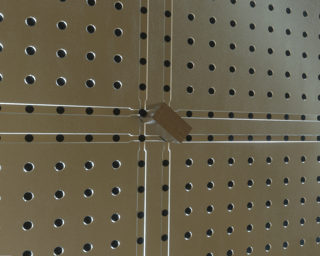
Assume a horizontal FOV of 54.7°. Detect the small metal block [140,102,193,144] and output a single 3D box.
[{"bbox_3d":[0.007,-0.006,0.403,0.050,0.050,0.025,42,77,-16],"label":"small metal block"}]
